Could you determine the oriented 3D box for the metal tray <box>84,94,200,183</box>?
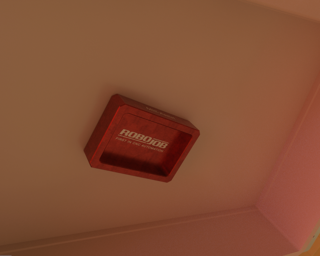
[{"bbox_3d":[-0.021,0.019,0.407,0.131,0.030,0.090,19,108,-36],"label":"metal tray"}]
